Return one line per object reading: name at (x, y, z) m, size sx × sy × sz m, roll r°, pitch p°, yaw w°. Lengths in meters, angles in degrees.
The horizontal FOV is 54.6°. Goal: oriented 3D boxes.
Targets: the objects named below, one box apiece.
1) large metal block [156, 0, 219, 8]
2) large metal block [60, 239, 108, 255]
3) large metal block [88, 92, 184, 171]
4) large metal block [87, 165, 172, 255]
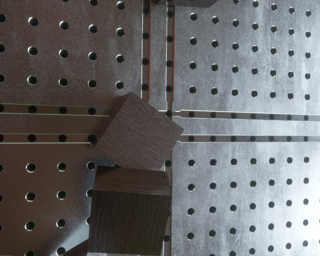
large metal block at (0.039, -0.211, 0.413) m, size 0.081 × 0.050 × 0.080 m, roll -5°, pitch 92°, yaw -20°
large metal block at (-0.099, 0.177, 0.334) m, size 0.080 × 0.080 × 0.050 m, roll -32°, pitch 102°, yaw 6°
large metal block at (-0.031, 0.013, 0.388) m, size 0.080 × 0.050 × 0.080 m, roll 35°, pitch 79°, yaw -17°
large metal block at (-0.035, 0.093, 0.349) m, size 0.080 × 0.050 × 0.079 m, roll 6°, pitch 111°, yaw -8°
